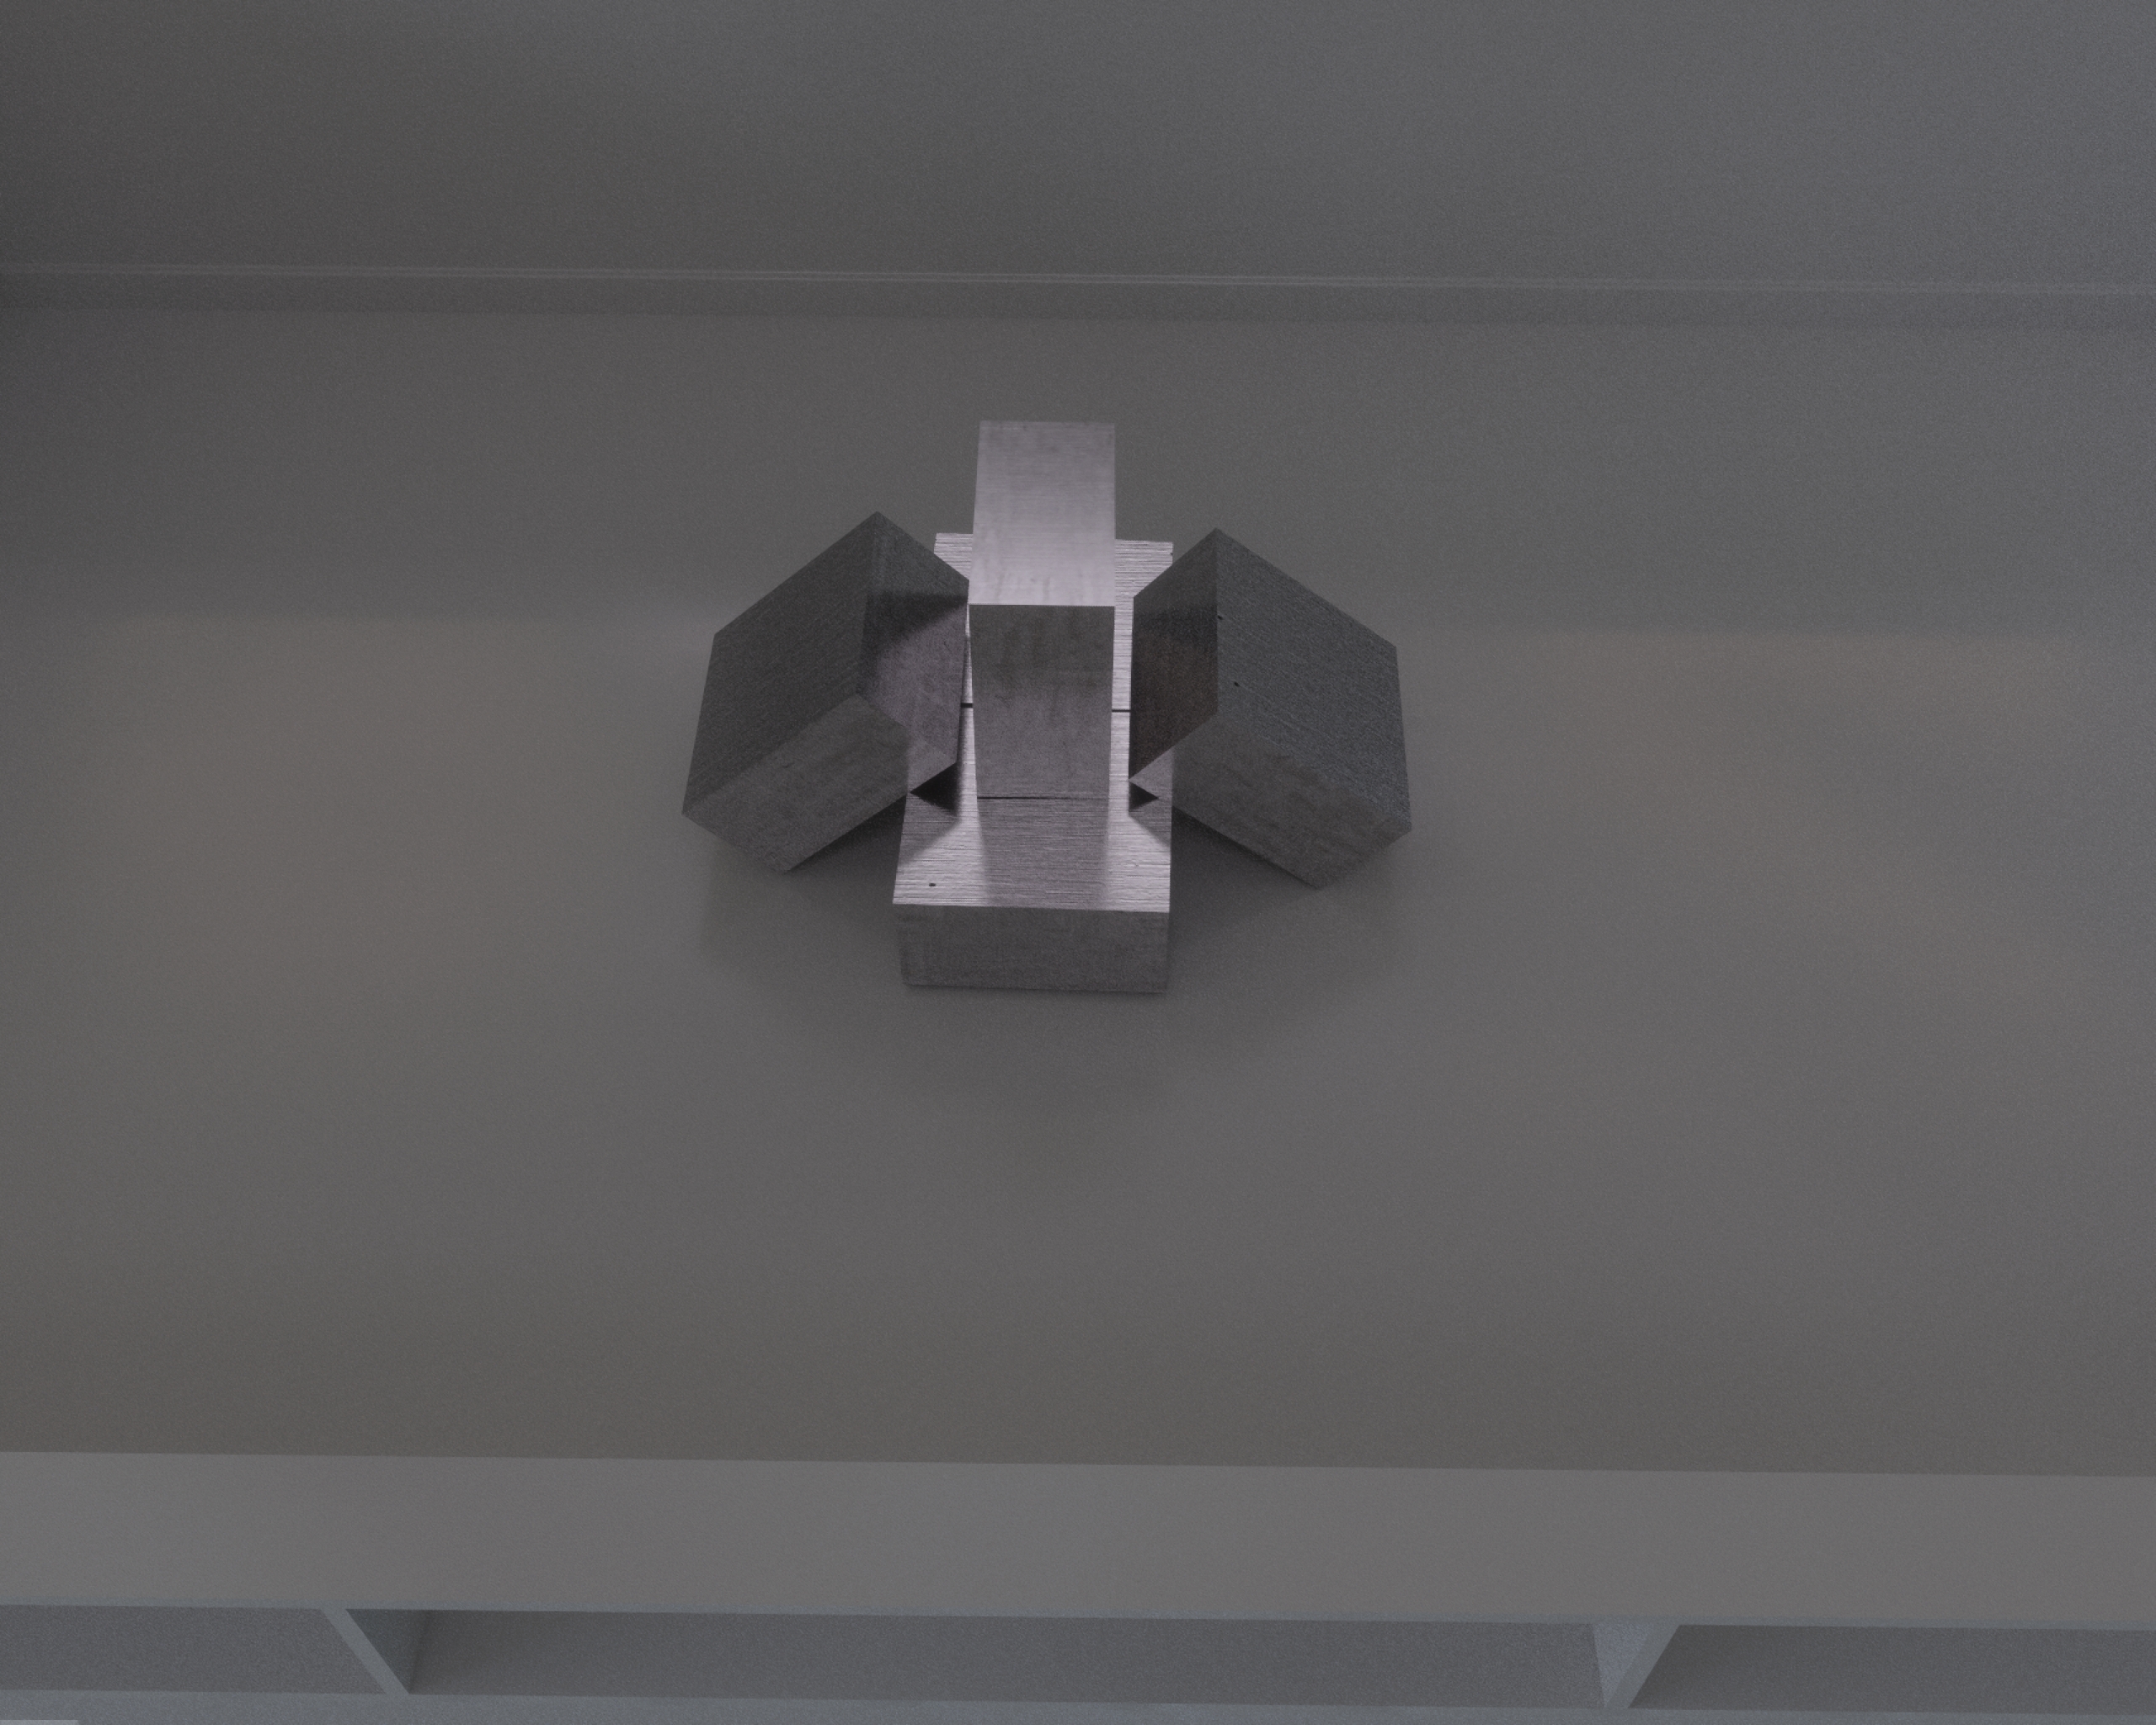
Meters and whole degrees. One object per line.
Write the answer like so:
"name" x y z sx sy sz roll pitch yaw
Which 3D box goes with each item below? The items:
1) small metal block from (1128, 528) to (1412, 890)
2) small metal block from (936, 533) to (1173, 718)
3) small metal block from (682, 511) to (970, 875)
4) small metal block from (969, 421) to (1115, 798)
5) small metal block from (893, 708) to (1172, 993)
"small metal block" 0.038 -0.030 0.413 0.050 0.025 0.050 29 44 -28
"small metal block" -0.006 -0.042 0.437 0.050 0.025 0.050 2 50 1
"small metal block" -0.049 -0.033 0.412 0.050 0.025 0.050 -30 41 32
"small metal block" -0.006 -0.047 0.393 0.025 0.050 0.050 1 50 0
"small metal block" -0.007 -0.003 0.405 0.050 0.025 0.050 2 50 2
